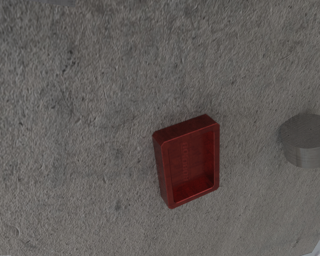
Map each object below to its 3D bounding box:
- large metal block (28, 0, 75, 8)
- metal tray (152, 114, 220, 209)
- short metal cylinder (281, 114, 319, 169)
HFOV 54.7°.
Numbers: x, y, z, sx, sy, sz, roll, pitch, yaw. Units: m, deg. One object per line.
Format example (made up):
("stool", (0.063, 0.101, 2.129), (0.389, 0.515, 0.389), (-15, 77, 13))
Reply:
("large metal block", (-0.111, -0.129, 0.231), (0.081, 0.080, 0.050), (-2, 119, -28))
("metal tray", (0.042, 0.052, 0.458), (0.091, 0.030, 0.129), (-19, 126, -17))
("short metal cylinder", (0.248, 0.021, 0.521), (0.080, 0.080, 0.050), (-32, 129, -8))
